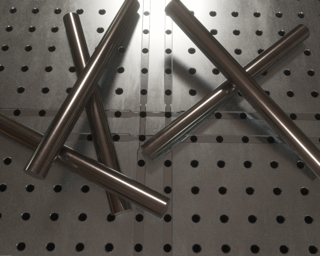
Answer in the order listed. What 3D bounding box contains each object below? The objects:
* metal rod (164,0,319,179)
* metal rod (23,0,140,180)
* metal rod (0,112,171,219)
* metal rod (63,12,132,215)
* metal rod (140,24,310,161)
[{"bbox_3d":[0.114,-0.055,0.408,0.025,0.025,0.300,-40,85,-13],"label":"metal rod"},{"bbox_3d":[-0.090,-0.071,0.410,0.025,0.025,0.300,18,61,6],"label":"metal rod"},{"bbox_3d":[-0.127,0.030,0.381,0.301,0.025,0.025,24,72,15],"label":"metal rod"},{"bbox_3d":[-0.090,-0.032,0.422,0.025,0.025,0.299,-16,71,-6],"label":"metal rod"},{"bbox_3d":[0.099,-0.056,0.433,0.301,0.025,0.025,-37,75,-13],"label":"metal rod"}]
